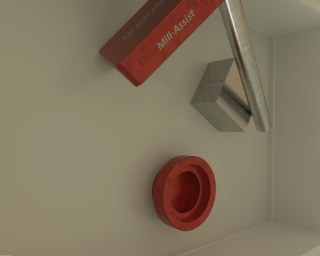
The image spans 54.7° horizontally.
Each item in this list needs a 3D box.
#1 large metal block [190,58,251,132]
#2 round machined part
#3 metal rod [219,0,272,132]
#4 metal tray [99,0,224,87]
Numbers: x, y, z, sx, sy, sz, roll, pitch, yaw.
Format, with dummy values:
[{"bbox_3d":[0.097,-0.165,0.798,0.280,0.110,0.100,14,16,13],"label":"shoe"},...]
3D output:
[{"bbox_3d":[0.103,-0.049,0.480,0.080,0.050,0.080,39,66,-33],"label":"large metal block"},{"bbox_3d":[0.028,0.086,0.422,0.099,0.042,0.097,0,90,-40],"label":"round machined part"},{"bbox_3d":[0.105,-0.095,0.390,0.025,0.025,0.299,-58,138,-24],"label":"metal rod"},{"bbox_3d":[-0.002,-0.110,0.332,0.130,0.090,0.030,-45,122,0],"label":"metal tray"}]
